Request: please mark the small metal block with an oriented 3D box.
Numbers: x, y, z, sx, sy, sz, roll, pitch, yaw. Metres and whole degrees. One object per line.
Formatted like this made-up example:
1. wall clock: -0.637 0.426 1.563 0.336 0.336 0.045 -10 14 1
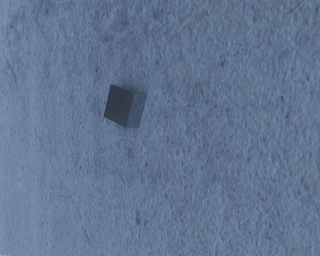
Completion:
1. small metal block: -0.050 -0.032 0.444 0.050 0.025 0.050 24 105 37
